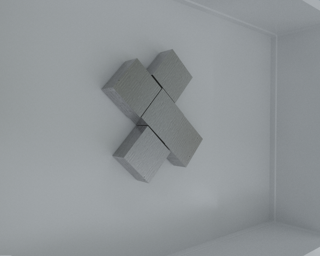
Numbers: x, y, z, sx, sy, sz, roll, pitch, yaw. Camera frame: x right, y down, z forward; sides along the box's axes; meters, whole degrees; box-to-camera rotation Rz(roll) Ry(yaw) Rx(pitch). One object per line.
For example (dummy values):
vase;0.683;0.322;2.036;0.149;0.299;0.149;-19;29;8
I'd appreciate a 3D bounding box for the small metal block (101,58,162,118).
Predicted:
small metal block;-0.033;-0.047;0.376;0.050;0.025;0.050;49;61;-29

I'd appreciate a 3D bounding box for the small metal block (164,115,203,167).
small metal block;0.026;0.018;0.425;0.050;0.025;0.050;49;61;-29

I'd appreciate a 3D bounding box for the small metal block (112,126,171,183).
small metal block;-0.022;0.032;0.386;0.050;0.025;0.050;50;61;-28

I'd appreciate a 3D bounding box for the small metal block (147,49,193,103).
small metal block;0.010;-0.067;0.411;0.050;0.025;0.050;49;60;-29

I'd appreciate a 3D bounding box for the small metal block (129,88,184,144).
small metal block;-0.003;-0.015;0.400;0.050;0.025;0.050;49;61;-29
